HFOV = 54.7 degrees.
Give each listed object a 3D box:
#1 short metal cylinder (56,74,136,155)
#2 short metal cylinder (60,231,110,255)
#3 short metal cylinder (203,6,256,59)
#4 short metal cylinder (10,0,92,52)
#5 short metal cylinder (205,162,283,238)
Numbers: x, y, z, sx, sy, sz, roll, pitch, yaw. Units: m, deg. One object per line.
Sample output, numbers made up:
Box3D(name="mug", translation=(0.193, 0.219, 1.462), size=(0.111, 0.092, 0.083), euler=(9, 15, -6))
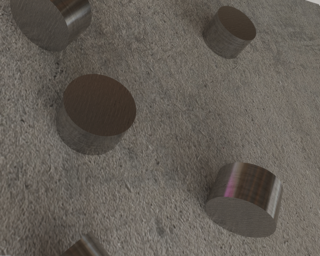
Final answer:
Box3D(name="short metal cylinder", translation=(-0.074, -0.015, 0.357), size=(0.081, 0.050, 0.080), euler=(14, 56, -21))
Box3D(name="short metal cylinder", translation=(-0.074, 0.130, 0.249), size=(0.081, 0.080, 0.050), euler=(-34, 81, -38))
Box3D(name="short metal cylinder", translation=(0.125, -0.172, 0.560), size=(0.081, 0.050, 0.080), euler=(14, 56, -21))
Box3D(name="short metal cylinder", translation=(-0.133, -0.143, 0.384), size=(0.080, 0.080, 0.050), euler=(34, 51, -6))
Box3D(name="short metal cylinder", translation=(0.101, 0.086, 0.370), size=(0.080, 0.080, 0.050), euler=(35, 51, -6))
